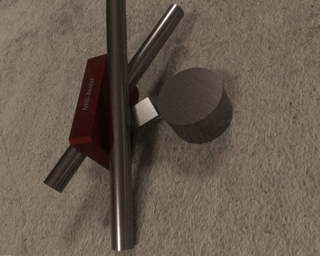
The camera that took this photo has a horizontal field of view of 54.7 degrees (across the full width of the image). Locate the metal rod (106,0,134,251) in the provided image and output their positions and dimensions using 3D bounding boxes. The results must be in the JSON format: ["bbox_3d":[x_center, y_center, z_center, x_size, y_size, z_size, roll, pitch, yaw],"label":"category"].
[{"bbox_3d":[-0.049,-0.014,0.368,0.025,0.025,0.298,-7,80,24],"label":"metal rod"}]

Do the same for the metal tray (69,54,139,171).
[{"bbox_3d":[-0.067,-0.020,0.408,0.030,0.090,0.130,-10,58,23],"label":"metal tray"}]

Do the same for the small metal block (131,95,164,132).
[{"bbox_3d":[-0.021,-0.018,0.401,0.050,0.050,0.025,-31,88,20],"label":"small metal block"}]

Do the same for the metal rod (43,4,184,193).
[{"bbox_3d":[-0.052,-0.050,0.413,0.025,0.025,0.300,20,70,35],"label":"metal rod"}]

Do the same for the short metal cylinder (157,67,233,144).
[{"bbox_3d":[0.044,-0.027,0.381,0.080,0.050,0.080,-13,57,20],"label":"short metal cylinder"}]
